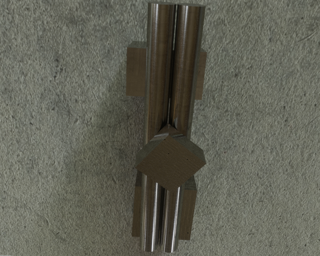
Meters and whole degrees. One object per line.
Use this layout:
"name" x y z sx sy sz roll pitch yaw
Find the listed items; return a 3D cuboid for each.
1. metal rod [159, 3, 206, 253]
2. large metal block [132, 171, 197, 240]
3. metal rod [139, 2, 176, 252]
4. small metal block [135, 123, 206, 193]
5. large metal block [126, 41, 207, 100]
"metal rod" 0.020 0.023 0.342 0.025 0.025 0.298 3 117 -1
"large metal block" 0.005 0.106 0.436 0.081 0.050 0.079 5 110 -2
"metal rod" -0.006 0.022 0.341 0.025 0.025 0.298 3 117 -1
"small metal block" 0.010 0.032 0.319 0.050 0.025 0.050 38 111 -19
"large metal block" 0.006 -0.069 0.357 0.081 0.080 0.050 3 110 -1
